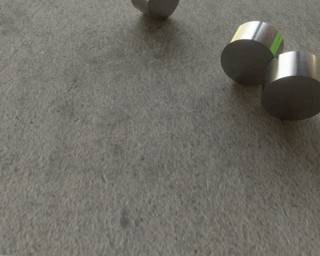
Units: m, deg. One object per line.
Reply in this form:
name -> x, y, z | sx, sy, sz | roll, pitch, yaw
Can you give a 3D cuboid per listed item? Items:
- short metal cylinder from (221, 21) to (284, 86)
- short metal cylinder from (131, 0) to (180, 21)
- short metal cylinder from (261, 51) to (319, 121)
short metal cylinder -> 0.137, -0.110, 0.462 | 0.080, 0.080, 0.050 | 21, 53, 16
short metal cylinder -> -0.008, -0.248, 0.576 | 0.080, 0.080, 0.050 | -34, 58, -25
short metal cylinder -> 0.179, -0.055, 0.416 | 0.080, 0.080, 0.050 | 12, 51, 9
